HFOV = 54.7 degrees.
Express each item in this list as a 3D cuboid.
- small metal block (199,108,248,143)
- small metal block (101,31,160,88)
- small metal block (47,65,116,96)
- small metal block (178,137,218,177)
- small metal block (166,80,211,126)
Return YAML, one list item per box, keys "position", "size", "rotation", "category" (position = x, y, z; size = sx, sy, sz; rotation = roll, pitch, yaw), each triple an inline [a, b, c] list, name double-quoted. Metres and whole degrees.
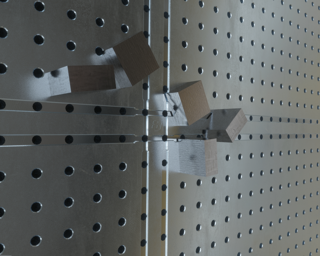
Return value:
- position: [0.098, -0.004, 0.478]
  size: [0.050, 0.050, 0.025]
  rotation: [-48, 119, -29]
  category: "small metal block"
- position: [-0.035, -0.084, 0.381]
  size: [0.050, 0.025, 0.050]
  rotation: [-41, 115, -33]
  category: "small metal block"
- position: [-0.082, -0.050, 0.325]
  size: [0.050, 0.050, 0.025]
  rotation: [-11, 98, -40]
  category: "small metal block"
- position: [0.054, 0.040, 0.440]
  size: [0.025, 0.050, 0.050]
  rotation: [-6, 94, -40]
  category: "small metal block"
- position: [0.042, -0.036, 0.446]
  size: [0.050, 0.025, 0.050]
  rotation: [-31, 110, -36]
  category: "small metal block"
